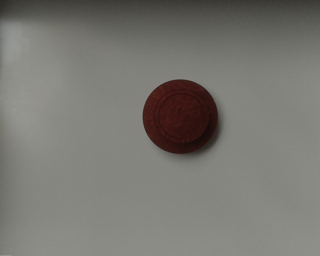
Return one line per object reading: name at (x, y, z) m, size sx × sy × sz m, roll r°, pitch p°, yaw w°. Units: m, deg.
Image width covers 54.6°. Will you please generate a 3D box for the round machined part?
round machined part at (0.027, -0.015, 0.403) m, size 0.099 × 0.042 × 0.097 m, roll 0°, pitch 90°, yaw 0°
